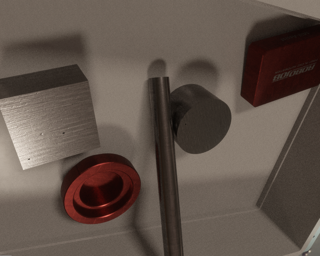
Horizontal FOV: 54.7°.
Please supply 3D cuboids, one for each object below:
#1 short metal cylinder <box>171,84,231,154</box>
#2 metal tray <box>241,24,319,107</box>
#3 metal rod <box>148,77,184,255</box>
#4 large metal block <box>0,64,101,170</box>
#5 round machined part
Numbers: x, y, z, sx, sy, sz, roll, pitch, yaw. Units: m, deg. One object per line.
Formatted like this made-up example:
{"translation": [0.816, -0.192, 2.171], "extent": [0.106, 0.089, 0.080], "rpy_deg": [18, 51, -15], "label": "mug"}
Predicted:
{"translation": [0.047, -0.012, 0.412], "extent": [0.081, 0.050, 0.079], "rpy_deg": [-14, 125, -21], "label": "short metal cylinder"}
{"translation": [0.184, -0.090, 0.446], "extent": [0.131, 0.030, 0.089], "rpy_deg": [-19, 133, -18], "label": "metal tray"}
{"translation": [0.011, 0.087, 0.390], "extent": [0.025, 0.025, 0.298], "rpy_deg": [-8, 97, -25], "label": "metal rod"}
{"translation": [-0.114, -0.013, 0.323], "extent": [0.081, 0.050, 0.079], "rpy_deg": [-16, 125, -20], "label": "large metal block"}
{"translation": [-0.078, 0.073, 0.401], "extent": [0.099, 0.042, 0.097], "rpy_deg": [-14, 125, -21], "label": "round machined part"}
